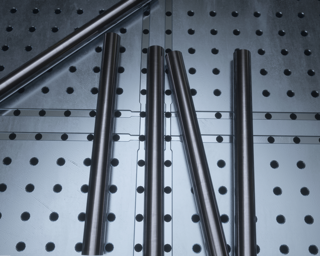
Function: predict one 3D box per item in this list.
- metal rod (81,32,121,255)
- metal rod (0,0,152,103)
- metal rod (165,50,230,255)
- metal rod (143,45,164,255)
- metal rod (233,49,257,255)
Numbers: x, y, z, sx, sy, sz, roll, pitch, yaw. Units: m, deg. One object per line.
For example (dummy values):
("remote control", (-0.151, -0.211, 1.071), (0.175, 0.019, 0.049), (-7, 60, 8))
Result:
("metal rod", (-0.074, 0.006, 0.408), (0.025, 0.025, 0.299), (1, 70, 0))
("metal rod", (-0.123, -0.129, 0.457), (0.301, 0.025, 0.025), (-39, 75, -13))
("metal rod", (0.046, 0.033, 0.400), (0.025, 0.025, 0.299), (-9, 70, -4))
("metal rod", (-0.007, 0.027, 0.401), (0.025, 0.025, 0.299), (0, 70, 0))
("metal rod", (0.108, 0.032, 0.401), (0.025, 0.025, 0.299), (4, 70, 1))
